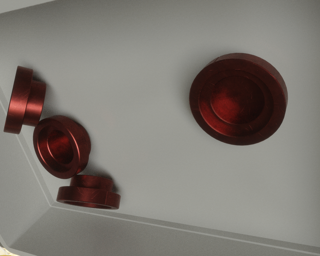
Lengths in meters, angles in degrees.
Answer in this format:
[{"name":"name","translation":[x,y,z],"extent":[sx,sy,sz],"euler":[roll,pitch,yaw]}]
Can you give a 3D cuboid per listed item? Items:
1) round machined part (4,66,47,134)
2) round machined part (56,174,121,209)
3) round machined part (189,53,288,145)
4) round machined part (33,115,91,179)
[{"name":"round machined part","translation":[-0.196,-0.038,0.454],"extent":[0.042,0.098,0.097],"euler":[12,134,-26]},{"name":"round machined part","translation":[-0.112,0.103,0.499],"extent":[0.099,0.042,0.098],"euler":[6,160,2]},{"name":"round machined part","translation":[0.085,-0.033,0.332],"extent":[0.098,0.042,0.097],"euler":[13,124,21]},{"name":"round machined part","translation":[-0.147,0.027,0.483],"extent":[0.098,0.042,0.097],"euler":[10,111,28]}]
